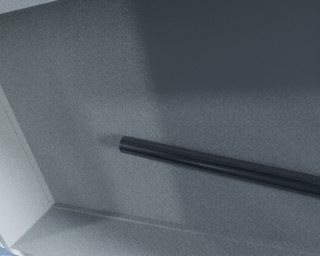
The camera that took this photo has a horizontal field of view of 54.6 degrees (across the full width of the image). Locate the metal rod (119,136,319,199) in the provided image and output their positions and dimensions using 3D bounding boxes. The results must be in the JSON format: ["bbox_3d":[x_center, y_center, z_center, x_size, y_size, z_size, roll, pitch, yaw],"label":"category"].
[{"bbox_3d":[0.084,0.050,0.395,0.300,0.025,0.025,11,123,22],"label":"metal rod"}]
